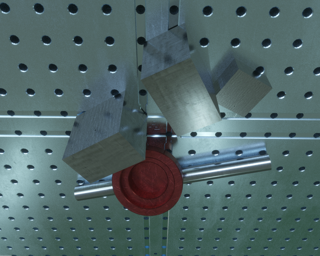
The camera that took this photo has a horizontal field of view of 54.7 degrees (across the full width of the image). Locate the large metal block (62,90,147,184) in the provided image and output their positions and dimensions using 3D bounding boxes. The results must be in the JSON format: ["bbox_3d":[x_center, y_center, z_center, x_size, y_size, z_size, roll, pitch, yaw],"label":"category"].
[{"bbox_3d":[-0.064,0.010,0.384,0.080,0.080,0.050,-25,126,20],"label":"large metal block"}]

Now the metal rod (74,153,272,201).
[{"bbox_3d":[0.014,0.077,0.477,0.301,0.025,0.025,-11,129,8],"label":"metal rod"}]

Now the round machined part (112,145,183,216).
[{"bbox_3d":[-0.015,0.071,0.444,0.099,0.042,0.097,1,102,6],"label":"round machined part"}]

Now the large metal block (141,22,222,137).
[{"bbox_3d":[0.023,-0.052,0.332,0.050,0.080,0.080,-21,127,17],"label":"large metal block"}]

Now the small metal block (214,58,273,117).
[{"bbox_3d":[0.096,-0.047,0.372,0.050,0.025,0.050,24,126,-20],"label":"small metal block"}]
